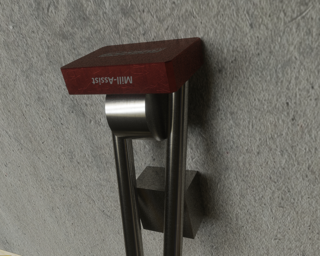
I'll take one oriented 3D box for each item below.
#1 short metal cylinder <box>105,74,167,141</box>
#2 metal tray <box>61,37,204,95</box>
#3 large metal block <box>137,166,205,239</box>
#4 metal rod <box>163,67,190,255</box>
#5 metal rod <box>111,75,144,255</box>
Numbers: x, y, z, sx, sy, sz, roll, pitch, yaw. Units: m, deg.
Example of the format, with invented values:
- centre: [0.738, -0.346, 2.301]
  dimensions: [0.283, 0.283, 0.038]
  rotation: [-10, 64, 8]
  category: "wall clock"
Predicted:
- centre: [-0.020, -0.026, 0.367]
  dimensions: [0.050, 0.080, 0.079]
  rotation: [2, 119, 26]
  category: "short metal cylinder"
- centre: [-0.028, -0.068, 0.338]
  dimensions: [0.130, 0.090, 0.030]
  rotation: [2, 120, 26]
  category: "metal tray"
- centre: [0.014, 0.105, 0.446]
  dimensions: [0.080, 0.050, 0.079]
  rotation: [2, 119, 27]
  category: "large metal block"
- centre: [0.019, 0.068, 0.379]
  dimensions: [0.025, 0.025, 0.298]
  rotation: [8, 107, 23]
  category: "metal rod"
- centre: [-0.045, 0.064, 0.411]
  dimensions: [0.025, 0.025, 0.298]
  rotation: [2, 104, 27]
  category: "metal rod"
